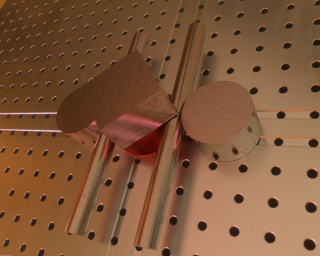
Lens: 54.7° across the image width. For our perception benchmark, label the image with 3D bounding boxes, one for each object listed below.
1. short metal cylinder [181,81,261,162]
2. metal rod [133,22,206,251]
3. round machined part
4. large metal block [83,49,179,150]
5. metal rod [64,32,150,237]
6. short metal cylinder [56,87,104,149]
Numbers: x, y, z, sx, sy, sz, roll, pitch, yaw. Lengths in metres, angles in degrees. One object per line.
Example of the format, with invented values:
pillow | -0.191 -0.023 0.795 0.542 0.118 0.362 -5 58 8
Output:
short metal cylinder | 0.071 -0.008 0.359 0.080 0.050 0.080 -13 56 21
metal rod | 0.019 -0.010 0.377 0.025 0.025 0.300 0 62 28
round machined part | -0.016 -0.007 0.411 0.098 0.042 0.098 -13 56 21
large metal block | -0.036 -0.035 0.372 0.080 0.050 0.080 -33 51 6
metal rod | -0.063 -0.009 0.420 0.025 0.025 0.300 1 62 28
short metal cylinder | -0.104 -0.016 0.456 0.080 0.050 0.080 -13 56 21
